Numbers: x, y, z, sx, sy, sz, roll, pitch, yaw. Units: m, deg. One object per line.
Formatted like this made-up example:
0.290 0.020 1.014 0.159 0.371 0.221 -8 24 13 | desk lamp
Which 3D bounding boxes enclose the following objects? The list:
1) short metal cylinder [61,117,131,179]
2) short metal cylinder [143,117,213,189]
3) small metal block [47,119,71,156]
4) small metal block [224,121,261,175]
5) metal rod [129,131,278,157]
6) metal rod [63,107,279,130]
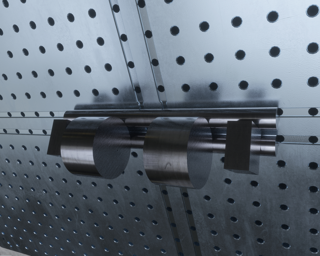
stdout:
-0.081 0.025 0.406 0.050 0.080 0.080 1 119 28 | short metal cylinder
0.023 0.027 0.352 0.050 0.080 0.080 1 119 28 | short metal cylinder
-0.130 0.018 0.446 0.025 0.050 0.050 1 77 28 | small metal block
0.090 0.022 0.332 0.025 0.050 0.050 1 78 28 | small metal block
0.000 0.018 0.423 0.300 0.025 0.025 1 119 27 | metal rod
-0.005 -0.013 0.406 0.300 0.025 0.025 1 119 27 | metal rod
